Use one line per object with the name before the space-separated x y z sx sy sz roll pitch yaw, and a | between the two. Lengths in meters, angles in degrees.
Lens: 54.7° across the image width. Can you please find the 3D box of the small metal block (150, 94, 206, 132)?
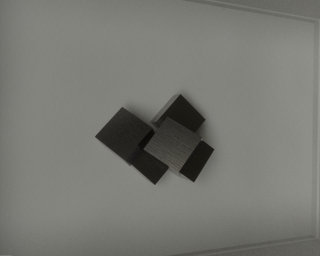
small metal block | 0.024 -0.010 0.419 0.050 0.025 0.050 44 76 -15

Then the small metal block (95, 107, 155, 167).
small metal block | -0.042 0.010 0.381 0.050 0.025 0.050 35 76 22

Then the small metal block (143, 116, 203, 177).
small metal block | 0.017 0.022 0.377 0.050 0.025 0.050 32 77 17

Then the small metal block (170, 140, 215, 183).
small metal block | 0.038 0.040 0.411 0.025 0.050 0.050 37 78 -17

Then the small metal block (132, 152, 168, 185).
small metal block | -0.012 0.038 0.405 0.050 0.025 0.050 44 76 -15
